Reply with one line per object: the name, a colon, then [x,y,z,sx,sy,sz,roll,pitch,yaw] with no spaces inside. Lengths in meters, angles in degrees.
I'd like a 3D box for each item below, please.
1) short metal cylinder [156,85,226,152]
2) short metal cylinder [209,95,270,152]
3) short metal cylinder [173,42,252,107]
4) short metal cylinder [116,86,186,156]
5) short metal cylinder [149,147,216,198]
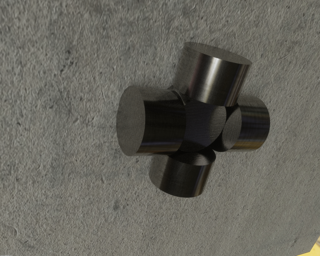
short metal cylinder: [0.039,-0.015,0.406,0.081,0.050,0.079,-14,125,-21]
short metal cylinder: [0.102,-0.007,0.427,0.050,0.080,0.079,2,118,-30]
short metal cylinder: [0.061,-0.065,0.366,0.081,0.080,0.050,1,118,-30]
short metal cylinder: [-0.013,-0.007,0.363,0.050,0.080,0.079,2,118,-30]
short metal cylinder: [0.030,0.049,0.421,0.081,0.080,0.050,0,118,-29]
